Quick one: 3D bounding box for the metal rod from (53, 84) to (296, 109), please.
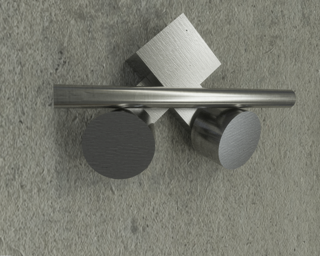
[{"bbox_3d":[0.033,-0.036,0.368,0.303,0.025,0.025,-2,91,-20],"label":"metal rod"}]

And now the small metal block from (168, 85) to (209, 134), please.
[{"bbox_3d":[0.045,-0.027,0.427,0.050,0.025,0.050,-45,104,-14],"label":"small metal block"}]

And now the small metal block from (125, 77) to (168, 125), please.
[{"bbox_3d":[-0.023,-0.029,0.402,0.050,0.025,0.050,-45,104,-15],"label":"small metal block"}]

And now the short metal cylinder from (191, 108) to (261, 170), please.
[{"bbox_3d":[0.089,0.009,0.415,0.081,0.050,0.079,-16,117,-33],"label":"short metal cylinder"}]

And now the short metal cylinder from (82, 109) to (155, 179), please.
[{"bbox_3d":[-0.046,0.013,0.365,0.081,0.050,0.079,0,107,-1],"label":"short metal cylinder"}]

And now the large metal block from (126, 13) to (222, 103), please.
[{"bbox_3d":[0.017,-0.085,0.401,0.080,0.050,0.080,-44,104,-15],"label":"large metal block"}]
